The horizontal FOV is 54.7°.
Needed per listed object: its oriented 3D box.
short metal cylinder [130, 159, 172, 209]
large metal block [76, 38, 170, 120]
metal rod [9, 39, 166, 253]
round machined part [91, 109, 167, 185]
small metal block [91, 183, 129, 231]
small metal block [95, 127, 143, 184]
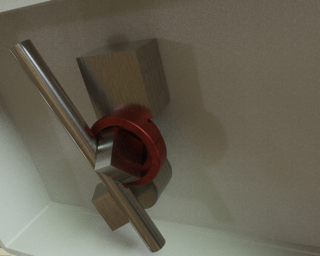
[{"bbox_3d":[-0.029,0.070,0.449,0.080,0.050,0.079,13,124,20],"label":"short metal cylinder"},{"bbox_3d":[-0.042,-0.057,0.374,0.080,0.050,0.080,0,119,28],"label":"large metal block"},{"bbox_3d":[-0.079,0.033,0.377,0.025,0.025,0.299,-21,108,35],"label":"metal rod"},{"bbox_3d":[-0.036,0.020,0.388,0.098,0.042,0.097,13,124,20],"label":"round machined part"},{"bbox_3d":[-0.065,0.101,0.418,0.025,0.050,0.050,-30,104,3],"label":"small metal block"},{"bbox_3d":[-0.048,0.033,0.373,0.025,0.050,0.050,-21,142,32],"label":"small metal block"}]
